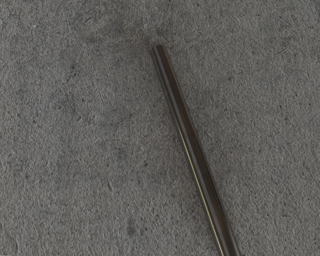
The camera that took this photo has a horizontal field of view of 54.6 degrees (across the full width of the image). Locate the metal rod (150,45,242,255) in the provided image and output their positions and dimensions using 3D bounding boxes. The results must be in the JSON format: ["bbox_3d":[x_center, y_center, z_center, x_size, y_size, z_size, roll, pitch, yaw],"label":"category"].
[{"bbox_3d":[0.040,0.022,0.400,0.025,0.025,0.299,-16,71,-6],"label":"metal rod"}]
